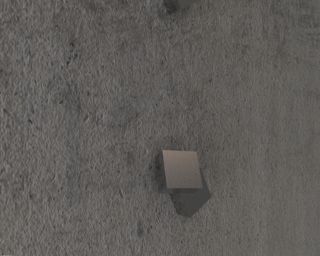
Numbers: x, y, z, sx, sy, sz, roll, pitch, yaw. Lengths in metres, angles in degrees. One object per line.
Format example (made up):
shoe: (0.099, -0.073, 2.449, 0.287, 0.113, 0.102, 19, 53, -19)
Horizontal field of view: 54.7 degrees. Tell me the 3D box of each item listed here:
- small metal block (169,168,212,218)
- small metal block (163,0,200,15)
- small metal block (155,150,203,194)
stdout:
small metal block: (0.041, 0.090, 0.439, 0.050, 0.025, 0.050, -34, 111, -35)
small metal block: (0.026, -0.192, 0.426, 0.050, 0.025, 0.050, -40, 114, -33)
small metal block: (0.024, 0.058, 0.404, 0.050, 0.025, 0.050, 5, 62, -24)
